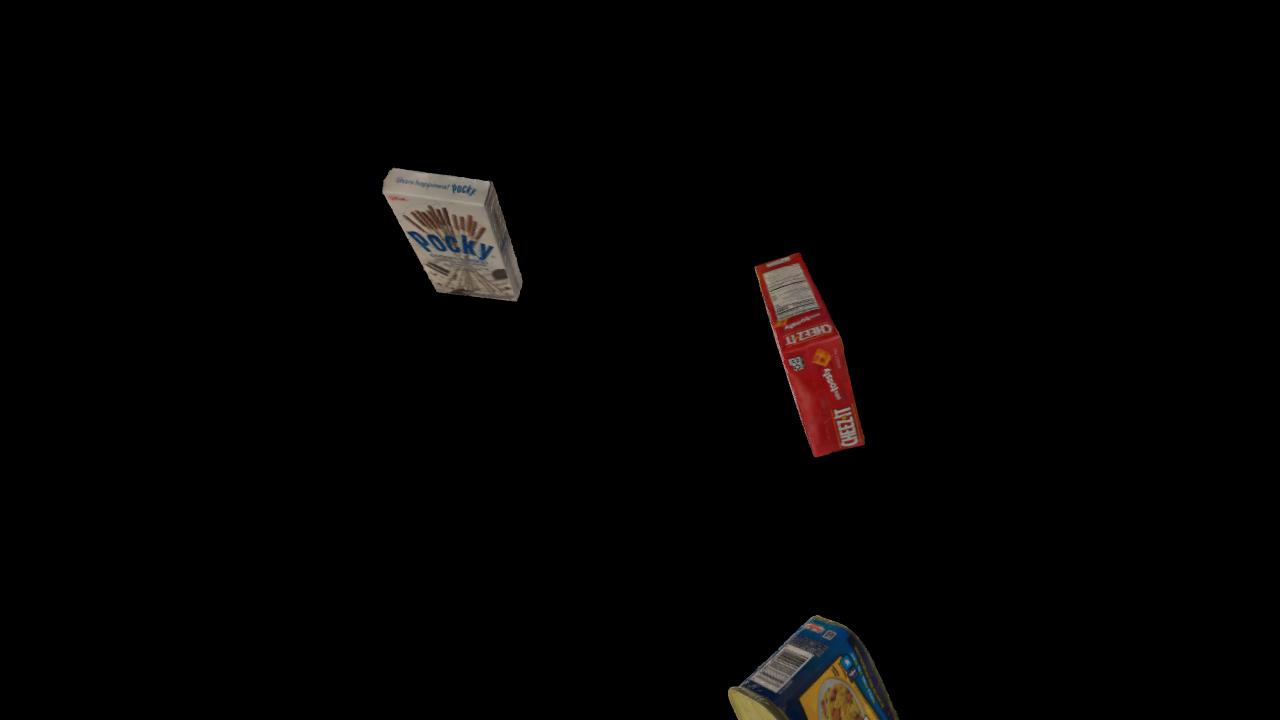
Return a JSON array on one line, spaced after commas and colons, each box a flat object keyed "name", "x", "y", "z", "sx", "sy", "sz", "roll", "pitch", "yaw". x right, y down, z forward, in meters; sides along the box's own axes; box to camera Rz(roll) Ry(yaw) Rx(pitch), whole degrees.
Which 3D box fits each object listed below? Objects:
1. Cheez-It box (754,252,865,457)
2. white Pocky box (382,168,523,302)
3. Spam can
[{"name": "Cheez-It box", "x": 0.212, "y": -0.014, "z": 0.780, "sx": 0.071, "sy": 0.166, "sz": 0.223, "roll": -18, "pitch": 31, "yaw": 14}, {"name": "white Pocky box", "x": -0.156, "y": -0.103, "z": 0.540, "sx": 0.084, "sy": 0.028, "sz": 0.154, "roll": 8, "pitch": -24, "yaw": 2}, {"name": "Spam can", "x": 0.120, "y": 0.239, "z": 0.410, "sx": 0.085, "sy": 0.101, "sz": 0.058, "roll": -28, "pitch": 7, "yaw": -29}]
